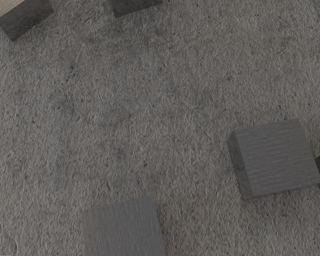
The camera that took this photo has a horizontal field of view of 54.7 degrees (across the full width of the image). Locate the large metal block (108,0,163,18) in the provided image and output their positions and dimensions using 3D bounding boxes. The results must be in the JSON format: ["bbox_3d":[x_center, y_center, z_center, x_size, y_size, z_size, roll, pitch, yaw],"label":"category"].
[{"bbox_3d":[-0.042,-0.221,0.459,0.080,0.080,0.050,-21,72,-7],"label":"large metal block"}]

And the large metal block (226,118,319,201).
[{"bbox_3d":[0.136,0.040,0.381,0.081,0.050,0.080,-10,70,-4],"label":"large metal block"}]

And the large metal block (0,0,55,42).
[{"bbox_3d":[-0.223,-0.191,0.463,0.080,0.050,0.080,43,75,14],"label":"large metal block"}]

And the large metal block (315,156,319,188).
[{"bbox_3d":[0.229,0.061,0.358,0.050,0.080,0.080,-15,71,-5],"label":"large metal block"}]

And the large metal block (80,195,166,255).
[{"bbox_3d":[-0.038,0.127,0.348,0.081,0.050,0.080,-11,71,-4],"label":"large metal block"}]
